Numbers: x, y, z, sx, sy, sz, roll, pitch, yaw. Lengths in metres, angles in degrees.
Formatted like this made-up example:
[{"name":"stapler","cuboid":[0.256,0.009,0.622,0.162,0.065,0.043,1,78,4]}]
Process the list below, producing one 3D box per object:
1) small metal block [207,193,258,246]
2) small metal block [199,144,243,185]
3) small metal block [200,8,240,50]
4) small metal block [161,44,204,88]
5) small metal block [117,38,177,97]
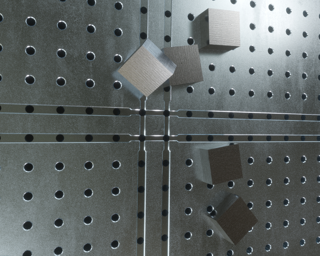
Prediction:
[{"name":"small metal block","cuboid":[0.107,0.133,0.454,0.050,0.025,0.050,-41,103,-16]},{"name":"small metal block","cuboid":[0.088,0.051,0.447,0.050,0.025,0.050,-9,93,-20]},{"name":"small metal block","cuboid":[0.087,-0.141,0.446,0.050,0.025,0.050,-2,91,-20]},{"name":"small metal block","cuboid":[0.028,-0.084,0.424,0.050,0.025,0.050,-11,94,-20]},{"name":"small metal block","cuboid":[-0.016,-0.076,0.392,0.050,0.050,0.025,41,35,-16]}]
